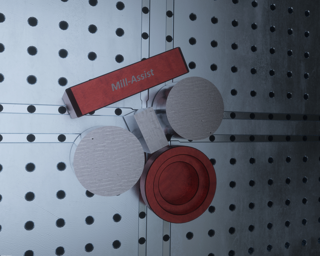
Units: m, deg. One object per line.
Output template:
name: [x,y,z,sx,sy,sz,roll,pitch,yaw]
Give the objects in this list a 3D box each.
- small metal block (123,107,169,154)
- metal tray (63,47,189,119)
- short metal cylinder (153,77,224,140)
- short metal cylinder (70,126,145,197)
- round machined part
small metal block: [-0.018,0.002,0.388,0.025,0.050,0.050,-27,99,-18]
metal tray: [-0.043,-0.050,0.358,0.131,0.090,0.030,-25,99,-18]
short metal cylinder: [0.036,-0.024,0.409,0.081,0.050,0.079,0,90,-20]
short metal cylinder: [-0.064,0.037,0.372,0.081,0.050,0.079,0,90,-20]
round machined part: [0.021,0.071,0.407,0.099,0.042,0.097,0,90,-20]
